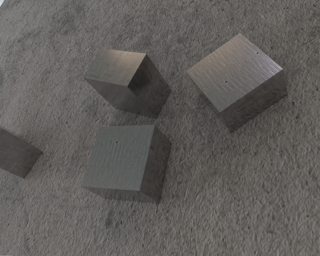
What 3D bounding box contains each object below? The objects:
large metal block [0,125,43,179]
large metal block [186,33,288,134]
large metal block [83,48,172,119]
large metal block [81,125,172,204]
[{"bbox_3d":[-0.246,0.028,0.481,0.080,0.080,0.050,22,74,36],"label":"large metal block"},{"bbox_3d":[0.091,-0.054,0.373,0.080,0.050,0.080,-35,51,5],"label":"large metal block"},{"bbox_3d":[-0.043,-0.061,0.429,0.080,0.080,0.050,16,70,34],"label":"large metal block"},{"bbox_3d":[-0.039,0.044,0.381,0.080,0.050,0.080,-2,61,27],"label":"large metal block"}]
